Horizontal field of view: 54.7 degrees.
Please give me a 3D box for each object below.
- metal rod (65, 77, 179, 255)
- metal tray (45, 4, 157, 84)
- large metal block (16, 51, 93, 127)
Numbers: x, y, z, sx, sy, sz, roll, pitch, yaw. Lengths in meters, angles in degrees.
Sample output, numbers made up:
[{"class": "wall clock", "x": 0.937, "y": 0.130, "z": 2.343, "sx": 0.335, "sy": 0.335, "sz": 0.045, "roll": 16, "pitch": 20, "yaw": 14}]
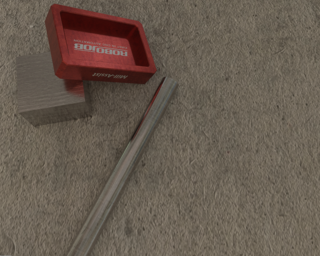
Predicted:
[{"class": "metal rod", "x": -0.051, "y": 0.063, "z": 0.384, "sx": 0.025, "sy": 0.025, "sz": 0.300, "roll": 25, "pitch": 72, "yaw": 8}, {"class": "metal tray", "x": -0.075, "y": -0.107, "z": 0.408, "sx": 0.131, "sy": 0.030, "sz": 0.090, "roll": -2, "pitch": 66, "yaw": -37}, {"class": "large metal block", "x": -0.139, "y": -0.054, "z": 0.413, "sx": 0.081, "sy": 0.050, "sz": 0.080, "roll": -10, "pitch": 70, "yaw": -4}]
